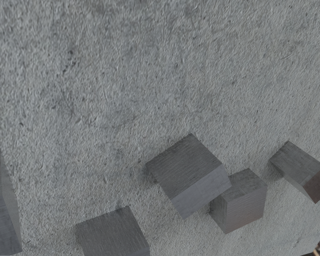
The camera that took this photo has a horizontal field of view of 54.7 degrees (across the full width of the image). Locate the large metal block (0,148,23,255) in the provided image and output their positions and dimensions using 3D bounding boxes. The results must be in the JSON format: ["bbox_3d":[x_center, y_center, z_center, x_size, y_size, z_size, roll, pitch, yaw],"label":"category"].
[{"bbox_3d":[-0.182,0.081,0.322,0.050,0.080,0.079,-13,124,-21],"label":"large metal block"}]

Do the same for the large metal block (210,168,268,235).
[{"bbox_3d":[0.136,0.128,0.543,0.081,0.050,0.079,-18,126,-18],"label":"large metal block"}]

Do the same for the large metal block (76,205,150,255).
[{"bbox_3d":[-0.066,0.167,0.438,0.081,0.080,0.050,-16,125,-20],"label":"large metal block"}]

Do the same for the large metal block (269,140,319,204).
[{"bbox_3d":[0.257,0.080,0.561,0.050,0.080,0.080,-46,129,3],"label":"large metal block"}]

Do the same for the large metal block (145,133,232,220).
[{"bbox_3d":[0.039,0.065,0.432,0.080,0.080,0.050,-34,129,-6],"label":"large metal block"}]
